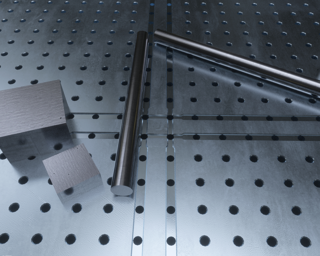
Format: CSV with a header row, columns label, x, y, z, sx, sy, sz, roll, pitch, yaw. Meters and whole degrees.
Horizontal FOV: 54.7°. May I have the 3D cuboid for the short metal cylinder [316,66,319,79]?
label,x,y,z,sx,sy,sz,roll,pitch,yaw
short metal cylinder,0.288,-0.090,0.469,0.081,0.050,0.080,0,50,0

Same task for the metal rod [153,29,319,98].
label,x,y,z,sx,sy,sz,roll,pitch,yaw
metal rod,0.125,-0.105,0.496,0.301,0.025,0.025,23,54,18

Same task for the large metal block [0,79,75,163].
label,x,y,z,sx,sy,sz,roll,pitch,yaw
large metal block,-0.160,-0.011,0.399,0.081,0.050,0.080,-13,51,-11

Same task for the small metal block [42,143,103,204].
label,x,y,z,sx,sy,sz,roll,pitch,yaw
small metal block,-0.102,0.052,0.363,0.050,0.025,0.050,-25,54,-20

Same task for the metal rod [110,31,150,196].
label,x,y,z,sx,sy,sz,roll,pitch,yaw
metal rod,-0.037,-0.044,0.444,0.025,0.025,0.300,2,50,1
